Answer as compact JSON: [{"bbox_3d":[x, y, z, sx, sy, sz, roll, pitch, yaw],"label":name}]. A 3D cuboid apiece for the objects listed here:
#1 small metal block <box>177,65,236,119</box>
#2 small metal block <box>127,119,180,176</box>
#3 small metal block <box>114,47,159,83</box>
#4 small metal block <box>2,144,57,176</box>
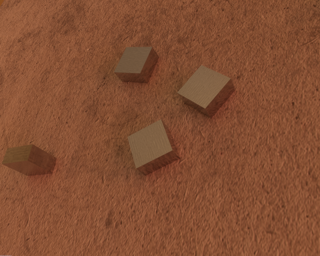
[{"bbox_3d":[0.060,-0.048,0.402,0.050,0.025,0.050,-49,52,-7],"label":"small metal block"},{"bbox_3d":[-0.009,0.025,0.393,0.050,0.025,0.050,-28,52,10],"label":"small metal block"},{"bbox_3d":[-0.036,-0.099,0.484,0.050,0.025,0.050,9,66,32],"label":"small metal block"},{"bbox_3d":[-0.192,0.049,0.459,0.050,0.050,0.025,-9,58,23],"label":"small metal block"}]
